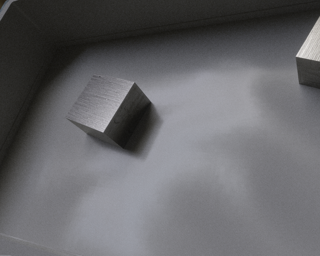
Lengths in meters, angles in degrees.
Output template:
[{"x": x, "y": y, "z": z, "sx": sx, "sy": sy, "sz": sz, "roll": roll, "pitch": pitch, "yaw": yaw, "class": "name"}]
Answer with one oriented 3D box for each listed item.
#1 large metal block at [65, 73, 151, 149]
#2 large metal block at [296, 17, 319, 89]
[{"x": -0.074, "y": -0.026, "z": 0.445, "sx": 0.080, "sy": 0.050, "sz": 0.080, "roll": 18, "pitch": 71, "yaw": 35, "class": "large metal block"}, {"x": 0.206, "y": -0.083, "z": 0.333, "sx": 0.080, "sy": 0.050, "sz": 0.080, "roll": 25, "pitch": 75, "yaw": 36, "class": "large metal block"}]
